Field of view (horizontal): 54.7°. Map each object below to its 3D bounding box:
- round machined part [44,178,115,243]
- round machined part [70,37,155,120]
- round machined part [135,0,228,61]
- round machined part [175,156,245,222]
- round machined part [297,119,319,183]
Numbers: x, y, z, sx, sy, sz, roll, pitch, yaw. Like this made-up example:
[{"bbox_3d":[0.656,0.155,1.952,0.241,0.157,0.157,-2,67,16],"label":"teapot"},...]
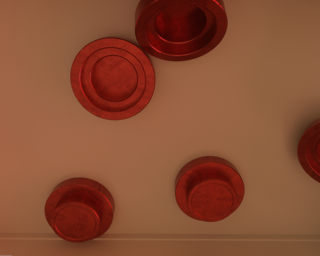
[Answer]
[{"bbox_3d":[-0.117,0.124,0.447,0.099,0.042,0.097,0,110,-1],"label":"round machined part"},{"bbox_3d":[-0.055,-0.062,0.379,0.099,0.042,0.097,0,110,-1],"label":"round machined part"},{"bbox_3d":[0.022,-0.121,0.340,0.099,0.042,0.098,-3,152,-1],"label":"round machined part"},{"bbox_3d":[0.071,0.092,0.437,0.099,0.042,0.097,0,110,-1],"label":"round machined part"},{"bbox_3d":[0.234,0.027,0.400,0.098,0.042,0.097,17,122,29],"label":"round machined part"}]
